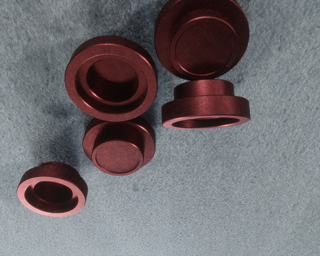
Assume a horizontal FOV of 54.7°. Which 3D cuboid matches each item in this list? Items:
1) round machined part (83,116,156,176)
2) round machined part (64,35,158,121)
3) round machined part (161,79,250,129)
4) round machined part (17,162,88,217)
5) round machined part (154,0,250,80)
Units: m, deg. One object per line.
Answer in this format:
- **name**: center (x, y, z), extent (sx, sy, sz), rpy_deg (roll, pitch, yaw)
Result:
- **round machined part**: center (-0.055, 0.028, 0.419), extent (0.099, 0.042, 0.097), rpy_deg (-1, 130, 0)
- **round machined part**: center (-0.052, -0.058, 0.346), extent (0.099, 0.042, 0.097), rpy_deg (-1, 130, 0)
- **round machined part**: center (0.051, -0.026, 0.353), extent (0.099, 0.042, 0.098), rpy_deg (-2, 172, 0)
- **round machined part**: center (-0.159, 0.089, 0.469), extent (0.099, 0.042, 0.097), rpy_deg (-1, 130, 0)
- **round machined part**: center (0.043, -0.090, 0.321), extent (0.099, 0.042, 0.097), rpy_deg (-1, 130, 0)
